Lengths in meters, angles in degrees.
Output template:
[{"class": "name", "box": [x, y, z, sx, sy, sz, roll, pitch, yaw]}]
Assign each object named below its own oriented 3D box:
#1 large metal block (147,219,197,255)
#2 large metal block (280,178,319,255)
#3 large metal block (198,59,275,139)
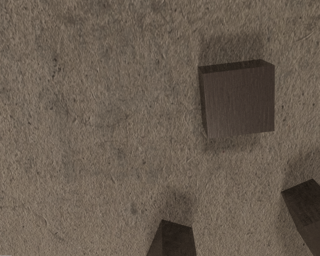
[{"class": "large metal block", "box": [0.014, 0.197, 0.453, 0.050, 0.080, 0.079, 18, 109, -7]}, {"class": "large metal block", "box": [0.220, 0.132, 0.432, 0.050, 0.080, 0.080, -26, 108, 9]}, {"class": "large metal block", "box": [0.093, -0.037, 0.384, 0.080, 0.050, 0.079, -7, 110, 2]}]
